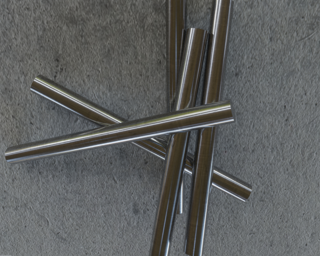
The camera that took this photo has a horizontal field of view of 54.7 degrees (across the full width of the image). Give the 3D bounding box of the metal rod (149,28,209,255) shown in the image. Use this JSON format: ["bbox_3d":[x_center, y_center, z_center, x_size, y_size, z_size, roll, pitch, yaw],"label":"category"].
[{"bbox_3d":[0.019,0.035,0.369,0.025,0.025,0.298,9,95,-4],"label":"metal rod"}]

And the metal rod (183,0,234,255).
[{"bbox_3d":[0.057,0.002,0.367,0.025,0.025,0.298,6,94,-2],"label":"metal rod"}]

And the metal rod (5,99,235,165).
[{"bbox_3d":[-0.063,0.010,0.371,0.301,0.025,0.025,-11,111,20],"label":"metal rod"}]

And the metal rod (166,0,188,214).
[{"bbox_3d":[0.021,-0.021,0.402,0.025,0.025,0.298,-1,110,0],"label":"metal rod"}]

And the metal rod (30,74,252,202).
[{"bbox_3d":[-0.022,0.014,0.393,0.301,0.025,0.025,28,108,-2],"label":"metal rod"}]
